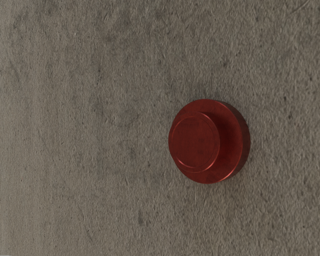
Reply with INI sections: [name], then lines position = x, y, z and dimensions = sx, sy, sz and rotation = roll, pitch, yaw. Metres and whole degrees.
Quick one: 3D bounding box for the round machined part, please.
[round machined part]
position = 0.048, 0.015, 0.355
dimensions = 0.098, 0.042, 0.097
rotation = 0, 90, 40
